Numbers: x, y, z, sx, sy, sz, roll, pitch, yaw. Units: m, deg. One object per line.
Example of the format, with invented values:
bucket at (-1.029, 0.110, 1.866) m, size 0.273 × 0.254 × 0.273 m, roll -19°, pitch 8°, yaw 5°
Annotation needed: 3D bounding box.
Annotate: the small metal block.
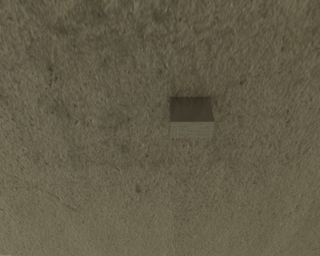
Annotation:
small metal block at (0.037, -0.014, 0.379) m, size 0.050 × 0.050 × 0.025 m, roll 0°, pitch 130°, yaw 0°
